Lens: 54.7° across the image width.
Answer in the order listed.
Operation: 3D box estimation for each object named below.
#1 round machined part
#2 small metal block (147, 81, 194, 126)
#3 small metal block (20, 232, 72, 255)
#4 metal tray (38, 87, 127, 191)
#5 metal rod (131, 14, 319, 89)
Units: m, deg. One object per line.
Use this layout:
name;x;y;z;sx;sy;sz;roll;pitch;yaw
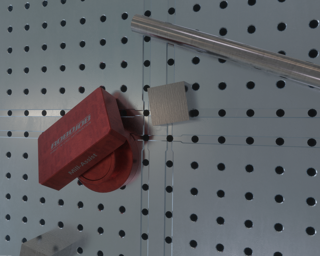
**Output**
round machined part;-0.083;0.042;0.433;0.098;0.042;0.097;0;90;20
small metal block;0.014;-0.031;0.407;0.050;0.025;0.050;-9;87;19
small metal block;-0.169;0.183;0.459;0.050;0.050;0.025;14;95;19
metal tray;-0.112;0.015;0.426;0.130;0.030;0.090;-36;47;16
metal rod;0.099;-0.090;0.377;0.301;0.025;0.025;22;97;18
